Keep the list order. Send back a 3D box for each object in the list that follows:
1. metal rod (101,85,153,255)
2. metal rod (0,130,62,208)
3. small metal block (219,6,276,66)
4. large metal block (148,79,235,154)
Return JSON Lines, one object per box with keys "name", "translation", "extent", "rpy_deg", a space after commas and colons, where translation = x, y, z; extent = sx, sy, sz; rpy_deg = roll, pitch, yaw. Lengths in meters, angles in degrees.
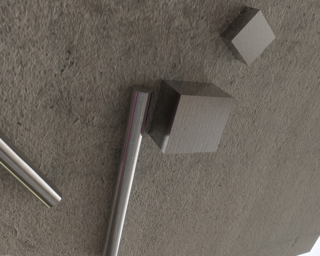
{"name": "metal rod", "translation": [-0.052, 0.084, 0.431], "extent": [0.025, 0.025, 0.298], "rpy_deg": [-1, 119, -28]}
{"name": "metal rod", "translation": [-0.187, -0.015, 0.295], "extent": [0.025, 0.025, 0.299], "rpy_deg": [-33, 129, -7]}
{"name": "small metal block", "translation": [0.113, -0.117, 0.398], "extent": [0.050, 0.025, 0.050], "rpy_deg": [-47, 130, 5]}
{"name": "large metal block", "translation": [0.039, -0.014, 0.405], "extent": [0.081, 0.050, 0.079], "rpy_deg": [0, 118, -29]}
